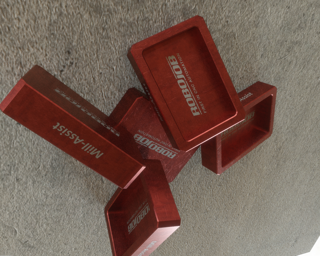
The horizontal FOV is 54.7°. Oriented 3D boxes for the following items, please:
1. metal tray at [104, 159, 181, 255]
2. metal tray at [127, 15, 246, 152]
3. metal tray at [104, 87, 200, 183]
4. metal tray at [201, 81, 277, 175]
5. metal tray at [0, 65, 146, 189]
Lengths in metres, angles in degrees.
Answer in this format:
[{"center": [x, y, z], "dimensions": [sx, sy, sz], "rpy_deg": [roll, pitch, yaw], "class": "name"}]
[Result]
[{"center": [-0.029, 0.111, 0.395], "dimensions": [0.030, 0.090, 0.129], "rpy_deg": [6, 136, -31], "class": "metal tray"}, {"center": [0.031, -0.049, 0.355], "dimensions": [0.090, 0.030, 0.129], "rpy_deg": [-28, 99, -11], "class": "metal tray"}, {"center": [-0.010, 0.015, 0.410], "dimensions": [0.131, 0.030, 0.090], "rpy_deg": [28, 103, -38], "class": "metal tray"}, {"center": [0.115, -0.002, 0.448], "dimensions": [0.131, 0.030, 0.089], "rpy_deg": [-30, 130, -28], "class": "metal tray"}, {"center": [-0.079, -0.003, 0.302], "dimensions": [0.130, 0.090, 0.030], "rpy_deg": [38, 97, -23], "class": "metal tray"}]
